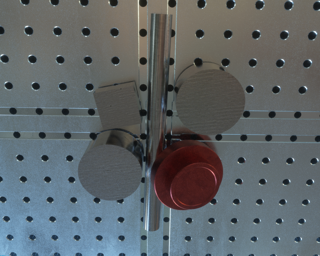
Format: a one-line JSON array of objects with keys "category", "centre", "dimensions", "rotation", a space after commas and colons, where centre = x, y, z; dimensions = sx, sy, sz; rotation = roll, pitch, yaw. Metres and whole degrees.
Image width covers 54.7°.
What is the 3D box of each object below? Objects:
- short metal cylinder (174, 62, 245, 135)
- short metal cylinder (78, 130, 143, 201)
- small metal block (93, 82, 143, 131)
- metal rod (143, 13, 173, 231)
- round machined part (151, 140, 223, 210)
[{"category": "short metal cylinder", "centre": [0.059, -0.037, 0.382], "dimensions": [0.081, 0.050, 0.079], "rotation": [0, 110, 0]}, {"category": "short metal cylinder", "centre": [-0.063, 0.049, 0.413], "dimensions": [0.081, 0.050, 0.079], "rotation": [0, 110, 0]}, {"category": "small metal block", "centre": [-0.053, -0.028, 0.398], "dimensions": [0.050, 0.025, 0.050], "rotation": [-11, 110, 3]}, {"category": "metal rod", "centre": [-0.005, 0.007, 0.411], "dimensions": [0.025, 0.025, 0.298], "rotation": [3, 110, -1]}, {"category": "round machined part", "centre": [0.040, 0.069, 0.413], "dimensions": [0.099, 0.042, 0.097], "rotation": [-6, 110, -15]}]
